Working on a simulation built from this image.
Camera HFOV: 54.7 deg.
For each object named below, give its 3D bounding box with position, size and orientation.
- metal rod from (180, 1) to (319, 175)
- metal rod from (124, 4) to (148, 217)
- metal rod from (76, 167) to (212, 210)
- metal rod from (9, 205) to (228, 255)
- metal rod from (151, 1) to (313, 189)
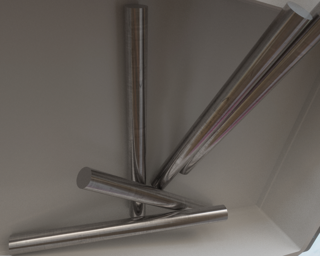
[{"bbox_3d":[0.095,-0.026,0.363,0.025,0.025,0.298,0,145,-29],"label":"metal rod"},{"bbox_3d":[-0.030,0.002,0.395,0.025,0.025,0.298,-12,124,-22],"label":"metal rod"},{"bbox_3d":[0.007,0.105,0.453,0.301,0.025,0.025,28,103,-46],"label":"metal rod"},{"bbox_3d":[-0.046,0.141,0.438,0.302,0.025,0.025,-4,121,-15],"label":"metal rod"},{"bbox_3d":[0.057,-0.008,0.360,0.025,0.025,0.298,1,142,-29],"label":"metal rod"}]
